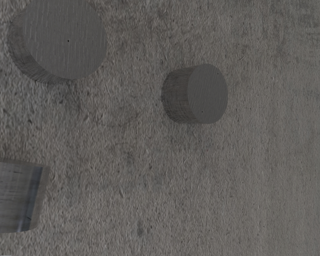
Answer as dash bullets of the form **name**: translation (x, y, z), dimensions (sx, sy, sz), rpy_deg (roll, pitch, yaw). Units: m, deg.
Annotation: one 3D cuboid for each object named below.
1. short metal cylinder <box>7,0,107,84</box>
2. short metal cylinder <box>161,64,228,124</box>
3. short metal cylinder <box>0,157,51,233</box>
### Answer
- **short metal cylinder**: translation (-0.100, -0.085, 0.304), dimensions (0.081, 0.050, 0.080), rpy_deg (0, 90, -40)
- **short metal cylinder**: translation (0.049, -0.045, 0.429), dimensions (0.081, 0.050, 0.080), rpy_deg (0, 90, -40)
- **short metal cylinder**: translation (-0.137, 0.050, 0.254), dimensions (0.081, 0.080, 0.050), rpy_deg (16, 80, -39)
